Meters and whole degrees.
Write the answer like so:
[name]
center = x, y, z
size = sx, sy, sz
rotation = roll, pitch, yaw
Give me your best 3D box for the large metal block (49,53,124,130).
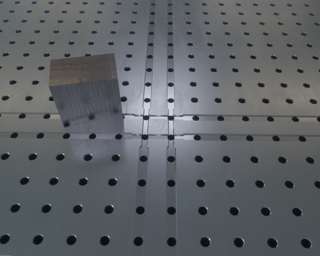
[large metal block]
center = -0.094, -0.047, 0.412
size = 0.080, 0.080, 0.050
rotation = -8, 51, -7
